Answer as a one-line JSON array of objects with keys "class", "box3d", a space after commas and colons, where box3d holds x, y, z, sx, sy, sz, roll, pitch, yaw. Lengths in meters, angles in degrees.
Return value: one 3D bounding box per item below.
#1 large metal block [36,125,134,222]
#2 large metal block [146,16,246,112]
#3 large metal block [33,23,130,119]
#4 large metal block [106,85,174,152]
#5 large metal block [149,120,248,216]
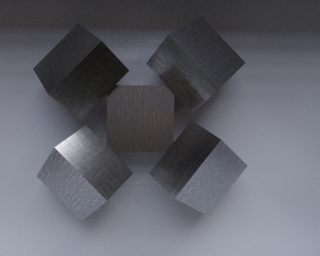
[{"class": "large metal block", "box3d": [-0.093, 0.057, 0.376, 0.080, 0.050, 0.080, 46, 134, -1]}, {"class": "large metal block", "box3d": [0.045, -0.079, 0.377, 0.080, 0.050, 0.080, 47, 47, 0]}, {"class": "large metal block", "box3d": [-0.097, -0.070, 0.373, 0.080, 0.080, 0.050, -46, 134, 0]}, {"class": "large metal block", "box3d": [-0.023, -0.011, 0.396, 0.081, 0.050, 0.080, 1, 90, 0]}, {"class": "large metal block", "box3d": [0.049, 0.050, 0.376, 0.080, 0.050, 0.080, -52, 135, -1]}]
